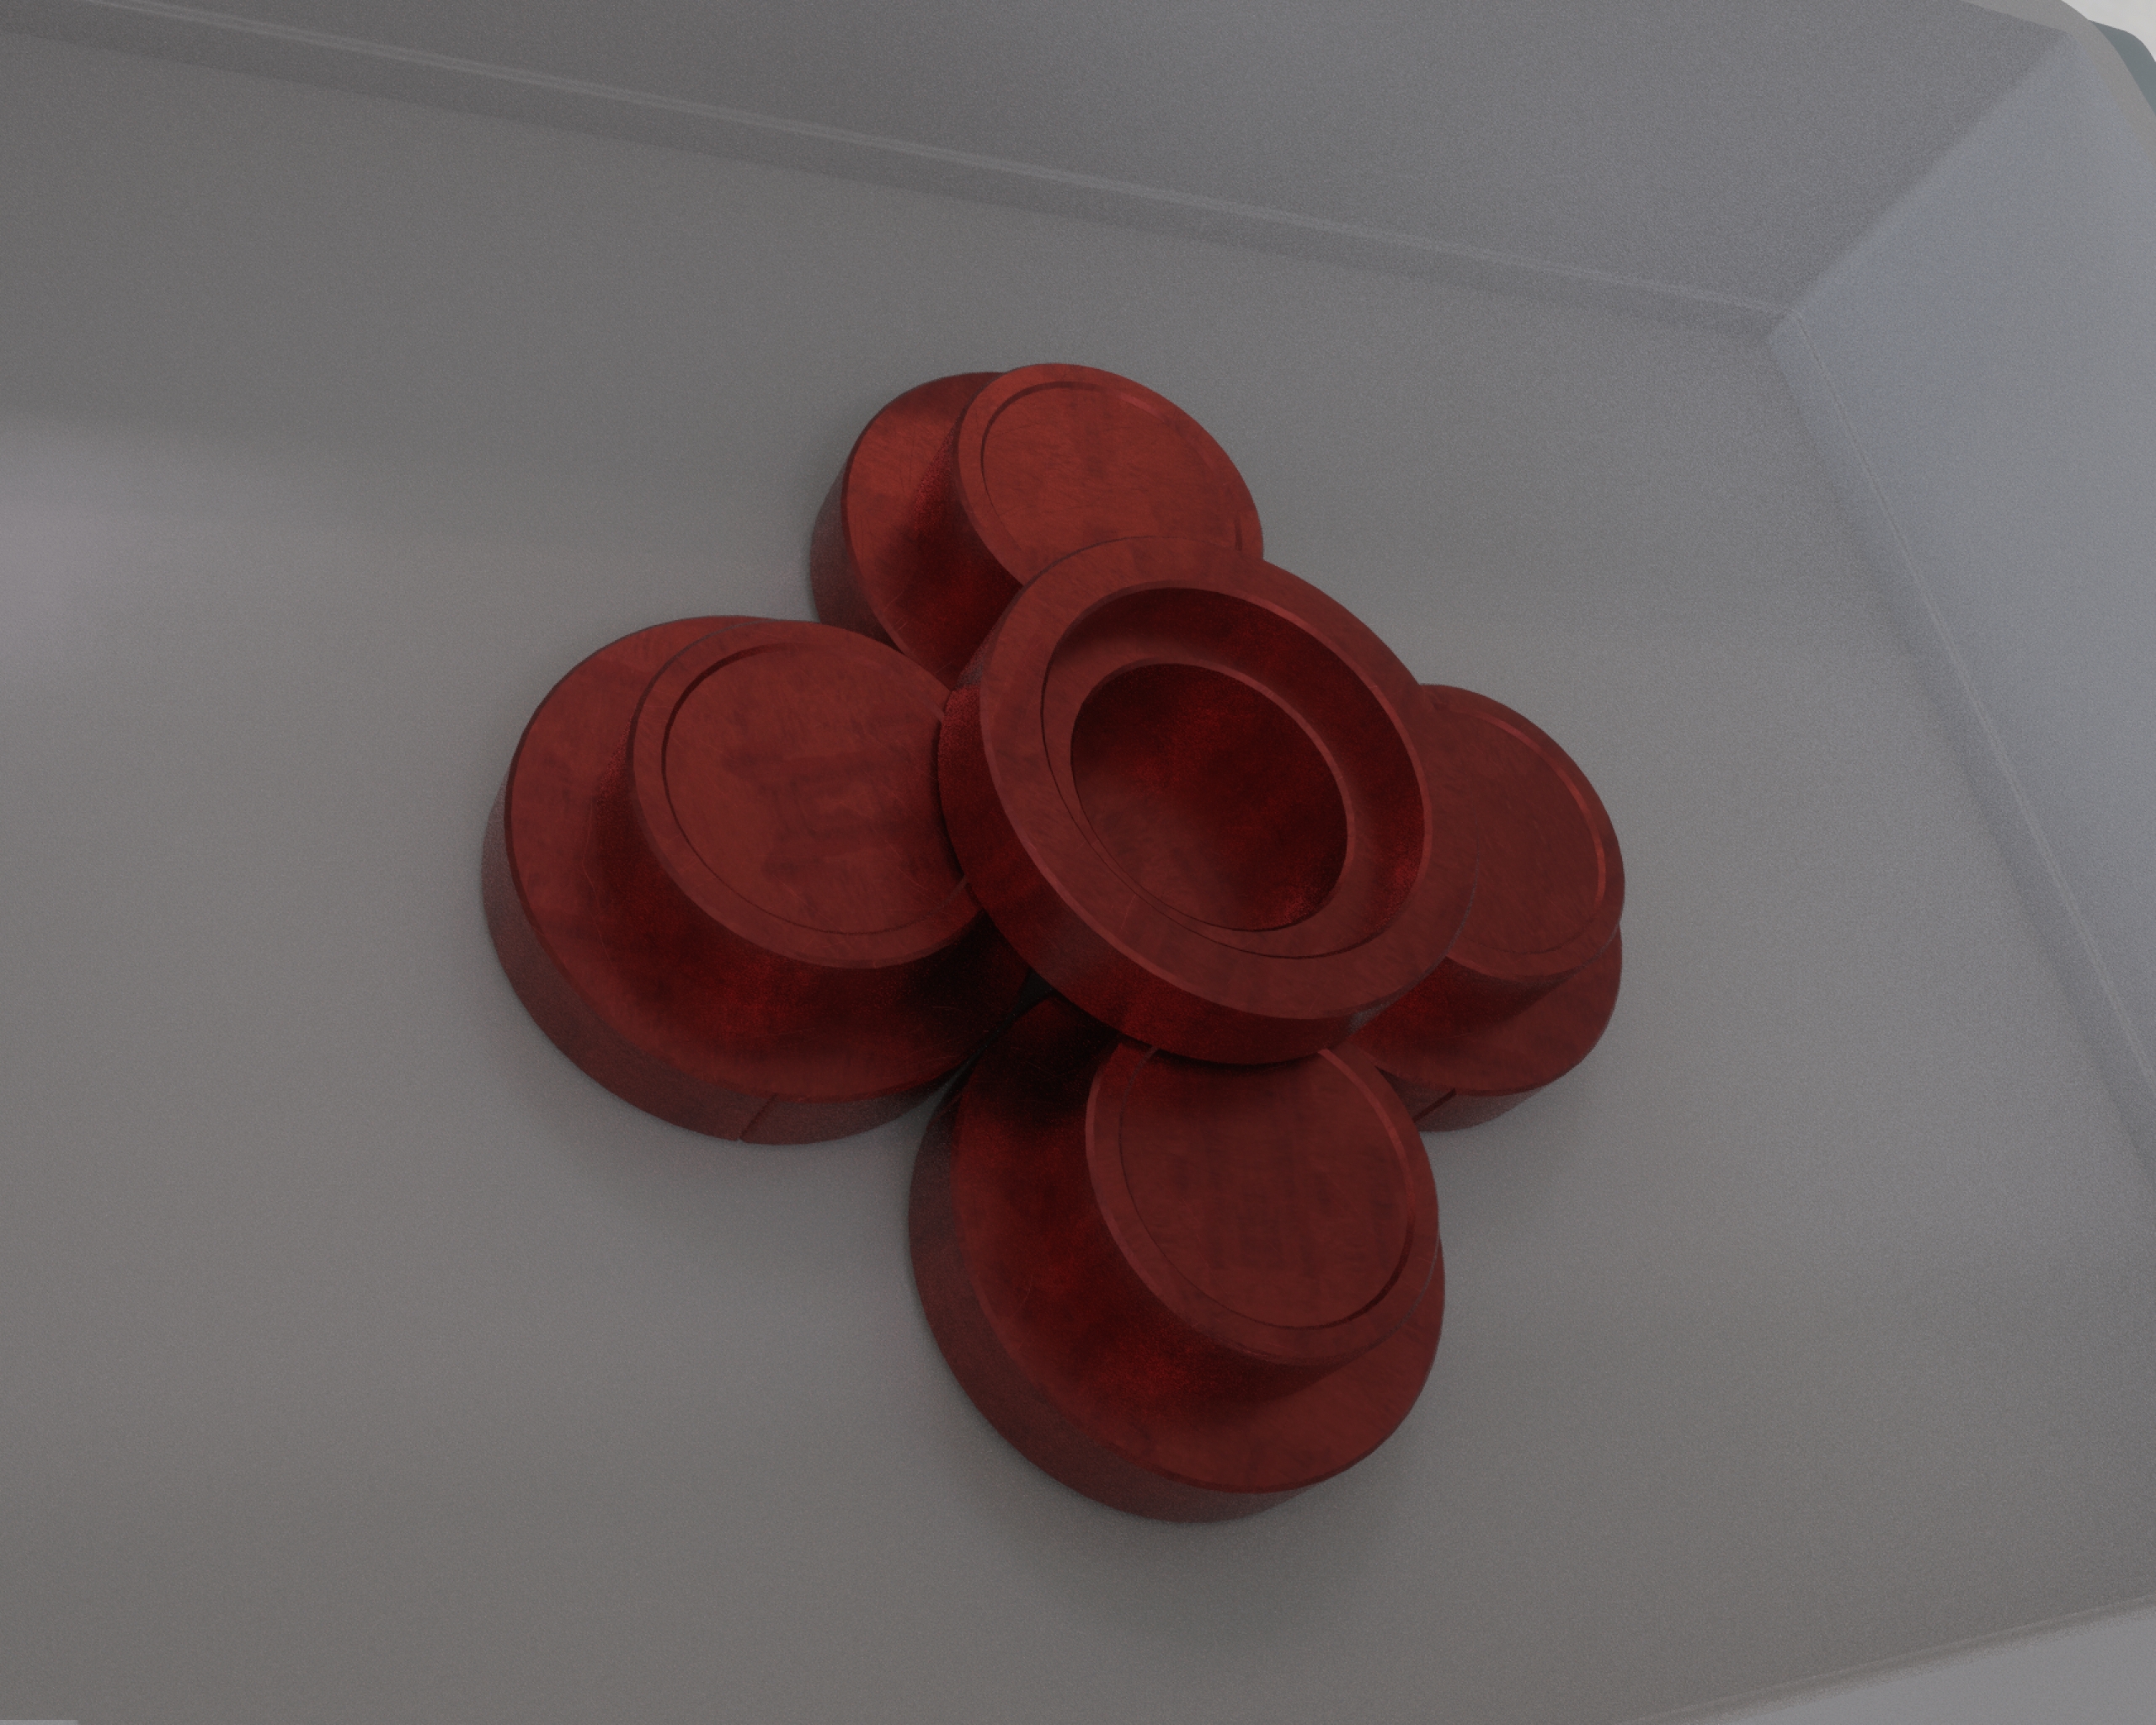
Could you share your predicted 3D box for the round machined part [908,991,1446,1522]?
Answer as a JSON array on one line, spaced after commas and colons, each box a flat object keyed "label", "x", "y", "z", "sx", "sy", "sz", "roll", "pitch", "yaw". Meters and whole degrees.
[{"label": "round machined part", "x": 0.024, "y": 0.061, "z": 0.367, "sx": 0.099, "sy": 0.042, "sz": 0.098, "roll": 15, "pitch": 54, "yaw": -21}]

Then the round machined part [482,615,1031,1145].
[{"label": "round machined part", "x": -0.050, "y": -0.003, "z": 0.366, "sx": 0.099, "sy": 0.042, "sz": 0.098, "roll": 14, "pitch": 56, "yaw": -21}]

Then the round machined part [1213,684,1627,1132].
[{"label": "round machined part", "x": 0.072, "y": 0.002, "z": 0.429, "sx": 0.099, "sy": 0.042, "sz": 0.098, "roll": 14, "pitch": 56, "yaw": -21}]

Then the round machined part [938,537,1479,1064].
[{"label": "round machined part", "x": 0.020, "y": -0.008, "z": 0.381, "sx": 0.099, "sy": 0.042, "sz": 0.098, "roll": 14, "pitch": 56, "yaw": -21}]

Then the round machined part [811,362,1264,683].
[{"label": "round machined part", "x": -0.001, "y": -0.063, "z": 0.428, "sx": 0.099, "sy": 0.042, "sz": 0.098, "roll": 14, "pitch": 56, "yaw": -21}]
